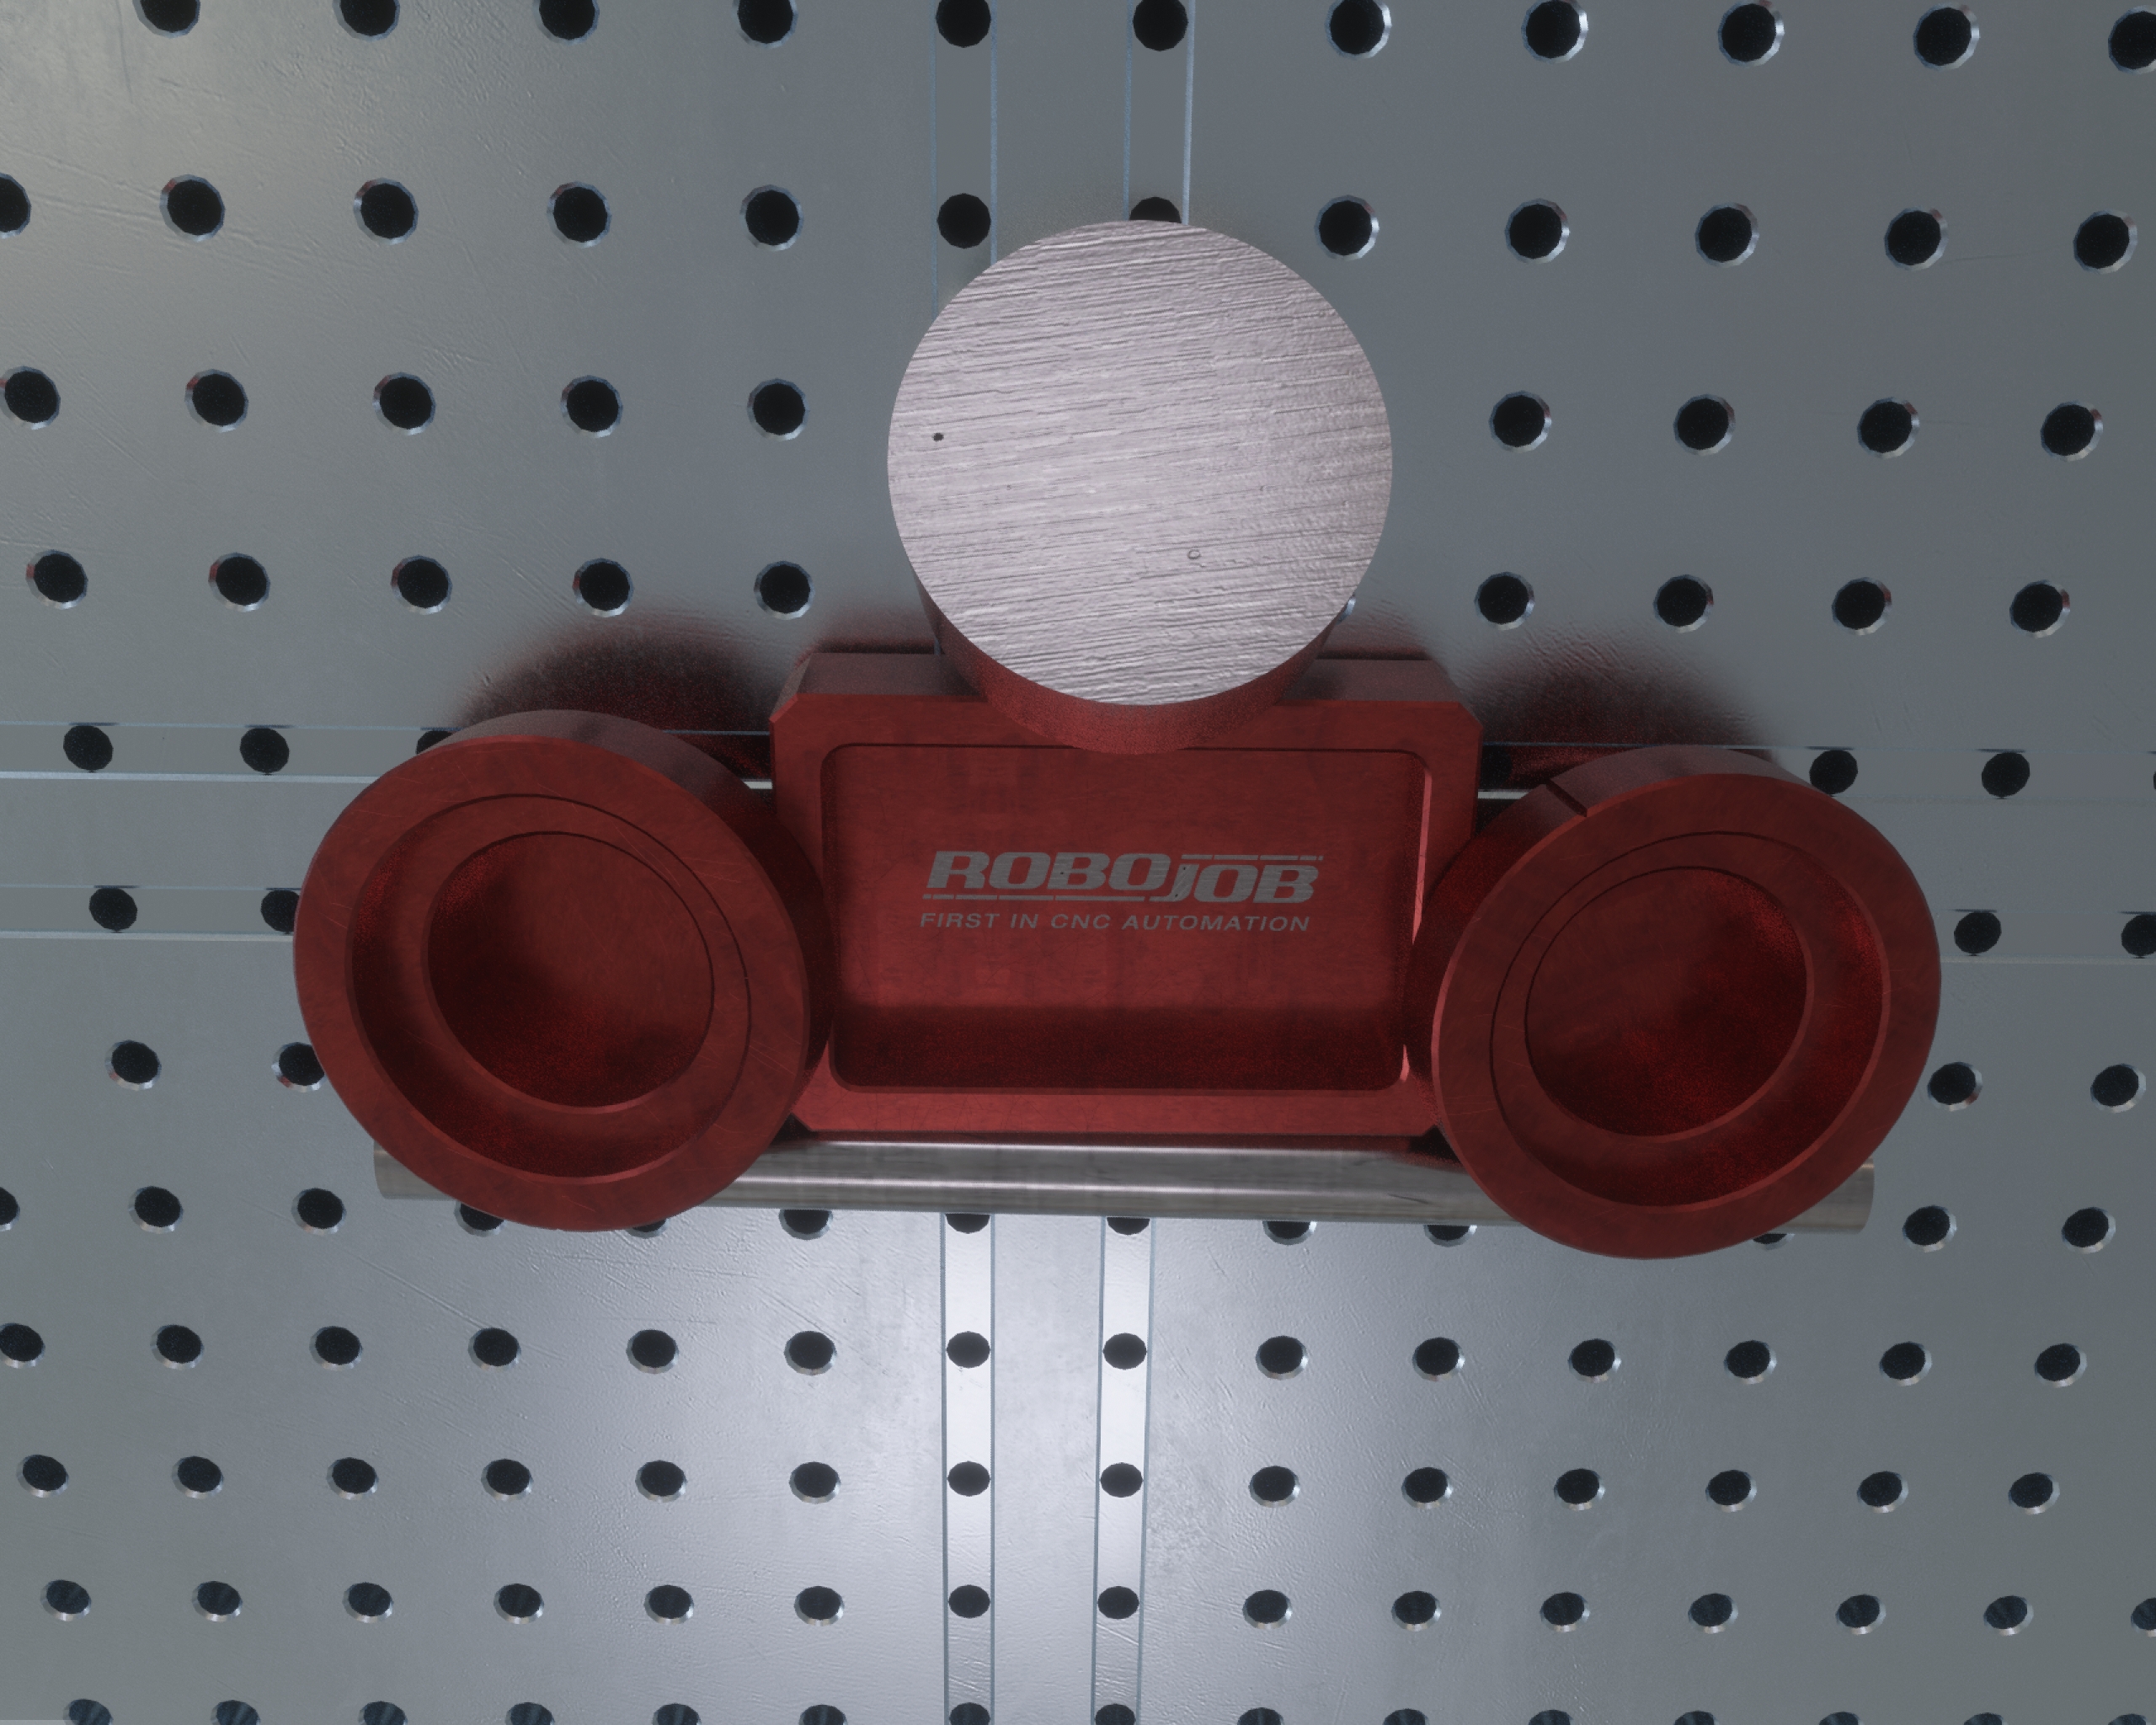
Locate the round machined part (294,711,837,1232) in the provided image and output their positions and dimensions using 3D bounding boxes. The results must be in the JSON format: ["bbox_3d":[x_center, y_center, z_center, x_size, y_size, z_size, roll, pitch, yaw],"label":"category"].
[{"bbox_3d":[-0.094,0.018,0.401,0.099,0.042,0.097,2,108,7],"label":"round machined part"}]

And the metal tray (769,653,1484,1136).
[{"bbox_3d":[0.008,0.007,0.408,0.131,0.030,0.089,1,111,-1],"label":"metal tray"}]

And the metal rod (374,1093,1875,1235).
[{"bbox_3d":[0.010,0.061,0.432,0.302,0.025,0.025,2,110,-1],"label":"metal rod"}]

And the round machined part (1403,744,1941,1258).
[{"bbox_3d":[0.110,0.024,0.405,0.099,0.042,0.097,-3,109,-8],"label":"round machined part"}]

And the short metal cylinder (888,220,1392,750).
[{"bbox_3d":[0.010,-0.062,0.358,0.081,0.050,0.080,0,84,0],"label":"short metal cylinder"}]
